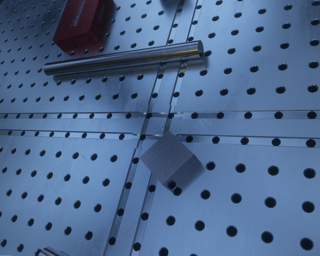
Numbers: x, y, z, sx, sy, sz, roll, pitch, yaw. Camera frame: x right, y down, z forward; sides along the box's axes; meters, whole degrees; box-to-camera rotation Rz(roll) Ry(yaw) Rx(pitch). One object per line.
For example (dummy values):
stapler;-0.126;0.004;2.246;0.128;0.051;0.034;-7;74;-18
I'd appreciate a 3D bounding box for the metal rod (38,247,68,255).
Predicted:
metal rod;-0.016;0.182;0.303;0.300;0.025;0.025;11;67;32

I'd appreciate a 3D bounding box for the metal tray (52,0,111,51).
metal tray;-0.154;-0.219;0.618;0.090;0.030;0.130;-6;59;24

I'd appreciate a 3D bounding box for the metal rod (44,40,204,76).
metal rod;-0.075;-0.112;0.514;0.300;0.025;0.025;-1;61;27

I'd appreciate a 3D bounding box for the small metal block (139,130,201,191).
small metal block;0.012;0.039;0.377;0.050;0.025;0.050;-44;51;-2
